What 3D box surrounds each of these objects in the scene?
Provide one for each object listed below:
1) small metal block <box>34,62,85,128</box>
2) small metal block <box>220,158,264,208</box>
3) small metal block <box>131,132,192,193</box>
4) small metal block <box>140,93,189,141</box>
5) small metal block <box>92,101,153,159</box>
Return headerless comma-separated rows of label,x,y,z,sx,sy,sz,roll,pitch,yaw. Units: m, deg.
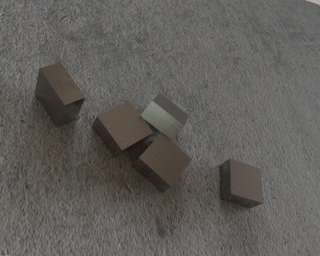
small metal block,-0.114,-0.036,0.348,0.025,0.050,0.050,-29,78,-37
small metal block,0.109,0.075,0.416,0.050,0.025,0.050,19,54,-17
small metal block,0.003,0.042,0.379,0.050,0.025,0.050,42,51,1
small metal block,0.007,-0.016,0.403,0.050,0.025,0.050,39,20,-2
small metal block,-0.046,0.002,0.378,0.050,0.025,0.050,-30,78,-38
